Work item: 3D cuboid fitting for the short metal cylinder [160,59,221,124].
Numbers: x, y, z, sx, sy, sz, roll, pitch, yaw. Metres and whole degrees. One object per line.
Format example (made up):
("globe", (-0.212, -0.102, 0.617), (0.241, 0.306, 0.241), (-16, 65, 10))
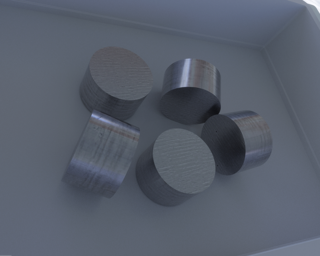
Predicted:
("short metal cylinder", (0.043, -0.048, 0.424), (0.080, 0.080, 0.050), (20, 54, -17))

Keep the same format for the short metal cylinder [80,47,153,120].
("short metal cylinder", (-0.056, -0.055, 0.392), (0.081, 0.050, 0.080), (14, 56, -21))

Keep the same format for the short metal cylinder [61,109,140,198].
("short metal cylinder", (-0.061, 0.026, 0.320), (0.050, 0.080, 0.080), (24, 53, -14))

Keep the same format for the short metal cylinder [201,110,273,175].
("short metal cylinder", (0.100, 0.018, 0.413), (0.050, 0.080, 0.080), (-9, 67, -33))

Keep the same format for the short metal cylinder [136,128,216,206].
("short metal cylinder", (0.018, 0.047, 0.370), (0.081, 0.050, 0.080), (14, 56, -21))
